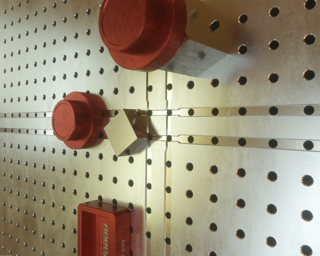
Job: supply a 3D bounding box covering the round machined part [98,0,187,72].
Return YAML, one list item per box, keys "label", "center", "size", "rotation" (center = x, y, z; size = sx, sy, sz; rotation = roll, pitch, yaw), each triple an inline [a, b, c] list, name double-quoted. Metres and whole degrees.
- label: "round machined part"
  center: [-0.025, -0.108, 0.314]
  size: [0.098, 0.042, 0.097]
  rotation: [0, 90, 40]

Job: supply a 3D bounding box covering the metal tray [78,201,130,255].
- label: "metal tray"
  center: [-0.088, 0.185, 0.479]
  size: [0.090, 0.030, 0.129]
  rotation: [0, 90, 40]

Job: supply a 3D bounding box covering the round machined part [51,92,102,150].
- label: "round machined part"
  center: [-0.144, -0.012, 0.518]
  size: [0.098, 0.042, 0.097]
  rotation: [0, 90, 40]

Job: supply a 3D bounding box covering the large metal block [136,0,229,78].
- label: "large metal block"
  center: [0.023, -0.110, 0.355]
  size: [0.050, 0.081, 0.080]
  rotation: [-34, 69, 35]

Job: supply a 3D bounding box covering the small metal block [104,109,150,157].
- label: "small metal block"
  center: [-0.049, 0.007, 0.450]
  size: [0.050, 0.025, 0.050]
  rotation: [-41, 65, 32]
